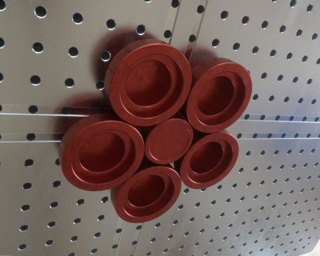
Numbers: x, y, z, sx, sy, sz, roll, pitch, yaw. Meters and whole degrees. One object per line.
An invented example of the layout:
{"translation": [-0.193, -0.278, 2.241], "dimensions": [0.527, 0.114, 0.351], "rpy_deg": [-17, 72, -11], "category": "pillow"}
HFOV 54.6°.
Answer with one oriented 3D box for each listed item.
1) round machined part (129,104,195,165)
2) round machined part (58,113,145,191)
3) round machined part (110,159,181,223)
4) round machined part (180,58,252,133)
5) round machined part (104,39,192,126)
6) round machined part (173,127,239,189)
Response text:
{"translation": [0.004, 0.009, 0.406], "dimensions": [0.099, 0.042, 0.097], "rpy_deg": [-14, 124, -21], "category": "round machined part"}
{"translation": [-0.072, 0.025, 0.375], "dimensions": [0.099, 0.042, 0.097], "rpy_deg": [-14, 124, -21], "category": "round machined part"}
{"translation": [-0.023, 0.083, 0.437], "dimensions": [0.099, 0.042, 0.097], "rpy_deg": [-14, 124, -21], "category": "round machined part"}
{"translation": [0.068, -0.045, 0.408], "dimensions": [0.099, 0.042, 0.097], "rpy_deg": [-14, 124, -21], "category": "round machined part"}
{"translation": [-0.017, -0.054, 0.357], "dimensions": [0.099, 0.042, 0.097], "rpy_deg": [-14, 124, -21], "category": "round machined part"}
{"translation": [0.063, 0.039, 0.458], "dimensions": [0.099, 0.042, 0.097], "rpy_deg": [-14, 124, -21], "category": "round machined part"}
